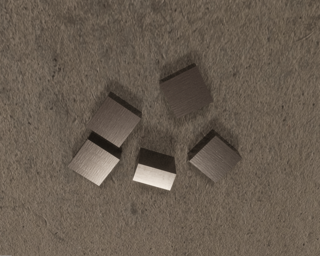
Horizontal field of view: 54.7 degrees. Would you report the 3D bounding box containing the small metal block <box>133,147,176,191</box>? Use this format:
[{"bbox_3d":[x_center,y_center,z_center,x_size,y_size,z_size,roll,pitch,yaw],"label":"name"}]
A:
[{"bbox_3d":[-0.007,0.054,0.416,0.050,0.050,0.025,17,109,-7],"label":"small metal block"}]

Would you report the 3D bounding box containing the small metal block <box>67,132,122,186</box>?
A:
[{"bbox_3d":[-0.089,0.043,0.424,0.050,0.025,0.050,35,106,-13],"label":"small metal block"}]

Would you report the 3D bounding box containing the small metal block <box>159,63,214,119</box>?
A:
[{"bbox_3d":[0.033,-0.047,0.393,0.050,0.025,0.050,-26,108,9],"label":"small metal block"}]

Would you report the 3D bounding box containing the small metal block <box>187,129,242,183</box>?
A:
[{"bbox_3d":[0.074,0.038,0.425,0.050,0.025,0.050,40,105,-14],"label":"small metal block"}]

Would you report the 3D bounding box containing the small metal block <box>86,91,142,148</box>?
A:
[{"bbox_3d":[-0.059,-0.011,0.405,0.050,0.025,0.050,35,106,-12],"label":"small metal block"}]
